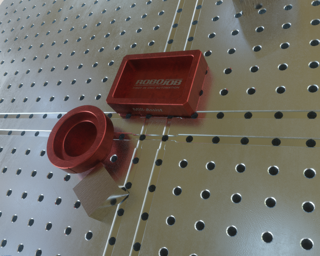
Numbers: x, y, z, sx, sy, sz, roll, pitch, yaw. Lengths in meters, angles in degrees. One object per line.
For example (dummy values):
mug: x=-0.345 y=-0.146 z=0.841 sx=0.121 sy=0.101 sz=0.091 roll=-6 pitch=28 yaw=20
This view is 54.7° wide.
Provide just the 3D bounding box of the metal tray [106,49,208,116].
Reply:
metal tray: x=-0.005 y=-0.065 z=0.445 sx=0.130 sy=0.030 sz=0.090 roll=4 pitch=63 yaw=29

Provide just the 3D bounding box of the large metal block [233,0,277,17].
large metal block: x=0.138 y=-0.219 z=0.434 sx=0.080 sy=0.080 sz=0.050 roll=-25 pitch=53 yaw=12

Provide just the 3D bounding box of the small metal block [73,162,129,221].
small metal block: x=-0.076 y=0.081 z=0.397 sx=0.050 sy=0.025 sz=0.050 roll=-44 pitch=51 yaw=-3

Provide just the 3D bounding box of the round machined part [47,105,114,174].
round machined part: x=-0.107 y=0.019 z=0.440 sx=0.098 sy=0.042 sz=0.098 roll=-13 pitch=56 yaw=20
